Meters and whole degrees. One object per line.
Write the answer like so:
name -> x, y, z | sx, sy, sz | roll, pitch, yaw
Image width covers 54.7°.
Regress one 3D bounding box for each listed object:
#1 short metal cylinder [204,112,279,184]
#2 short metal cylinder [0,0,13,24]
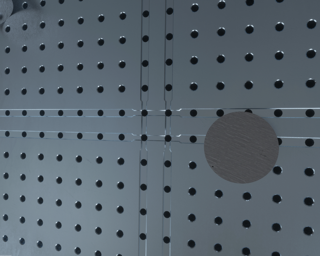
short metal cylinder -> 0.097, 0.021, 0.365 | 0.080, 0.050, 0.079 | 0, 90, 19
short metal cylinder -> -0.280, -0.201, 0.480 | 0.080, 0.080, 0.050 | -36, 79, 16
